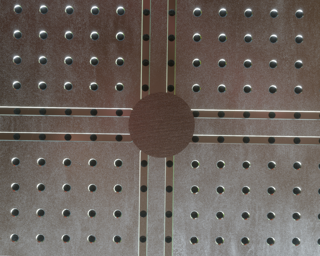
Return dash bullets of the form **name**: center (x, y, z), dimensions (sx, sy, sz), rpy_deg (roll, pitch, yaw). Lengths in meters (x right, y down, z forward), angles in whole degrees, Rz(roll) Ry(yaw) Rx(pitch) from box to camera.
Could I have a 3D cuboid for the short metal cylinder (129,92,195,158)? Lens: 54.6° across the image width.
- **short metal cylinder**: center (0.002, -0.004, 0.401), dimensions (0.080, 0.050, 0.080), rpy_deg (0, 90, 0)
